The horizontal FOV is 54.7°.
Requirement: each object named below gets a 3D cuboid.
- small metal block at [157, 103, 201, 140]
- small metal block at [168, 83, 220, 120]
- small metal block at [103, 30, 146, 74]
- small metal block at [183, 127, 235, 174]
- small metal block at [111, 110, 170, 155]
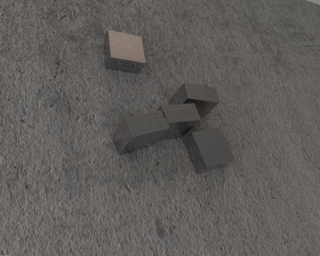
[{"bbox_3d":[0.016,-0.007,0.401,0.050,0.050,0.025,-6,65,-31],"label":"small metal block"},{"bbox_3d":[0.046,-0.036,0.434,0.050,0.050,0.025,5,60,-26],"label":"small metal block"},{"bbox_3d":[-0.051,-0.108,0.442,0.050,0.025,0.050,4,60,-26],"label":"small metal block"},{"bbox_3d":[0.066,0.030,0.421,0.050,0.025,0.050,-9,66,-32],"label":"small metal block"},{"bbox_3d":[-0.024,0.006,0.371,0.050,0.050,0.025,-13,69,-34],"label":"small metal block"}]
